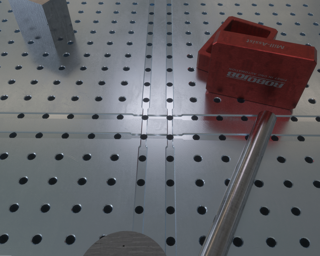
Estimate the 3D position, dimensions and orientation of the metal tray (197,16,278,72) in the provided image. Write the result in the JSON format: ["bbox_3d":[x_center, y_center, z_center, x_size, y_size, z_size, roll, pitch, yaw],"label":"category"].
[{"bbox_3d":[0.130,-0.133,0.516,0.090,0.030,0.130,25,54,19],"label":"metal tray"}]

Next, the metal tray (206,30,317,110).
[{"bbox_3d":[0.135,-0.079,0.433,0.131,0.089,0.030,14,52,11],"label":"metal tray"}]

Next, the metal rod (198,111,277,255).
[{"bbox_3d":[0.076,0.088,0.334,0.025,0.025,0.301,22,53,17],"label":"metal rod"}]

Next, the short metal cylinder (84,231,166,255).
[{"bbox_3d":[-0.030,0.140,0.274,0.081,0.050,0.080,0,50,0],"label":"short metal cylinder"}]

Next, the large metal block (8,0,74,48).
[{"bbox_3d":[-0.205,-0.197,0.536,0.080,0.080,0.050,24,54,18],"label":"large metal block"}]
